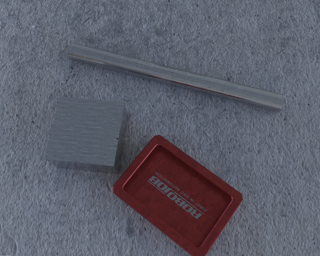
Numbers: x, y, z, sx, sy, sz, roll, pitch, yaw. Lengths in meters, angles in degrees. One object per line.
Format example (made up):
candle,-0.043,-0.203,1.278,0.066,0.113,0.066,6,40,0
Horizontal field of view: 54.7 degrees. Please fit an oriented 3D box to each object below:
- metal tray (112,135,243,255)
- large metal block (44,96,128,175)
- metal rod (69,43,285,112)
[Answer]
metal tray,0.020,0.081,0.376,0.130,0.030,0.090,36,74,12
large metal block,-0.088,0.011,0.390,0.080,0.050,0.080,6,70,2
metal rod,0.019,-0.072,0.434,0.301,0.025,0.025,15,71,5
